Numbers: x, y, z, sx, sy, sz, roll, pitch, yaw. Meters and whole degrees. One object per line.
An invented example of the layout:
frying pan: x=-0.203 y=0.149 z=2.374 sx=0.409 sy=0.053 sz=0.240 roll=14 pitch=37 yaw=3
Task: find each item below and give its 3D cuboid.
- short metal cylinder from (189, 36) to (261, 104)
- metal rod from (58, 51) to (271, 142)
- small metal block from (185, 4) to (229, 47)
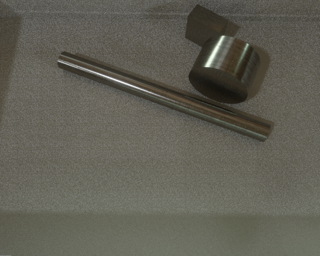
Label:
short metal cylinder: x=0.085 y=-0.075 z=0.409 sx=0.080 sy=0.080 sz=0.050 roll=24 pitch=72 yaw=8
metal rod: x=0.001 y=-0.045 z=0.426 sx=0.301 sy=0.025 sz=0.025 roll=20 pitch=71 yaw=7
small metal block: x=0.066 y=-0.143 z=0.450 sx=0.050 sy=0.050 sz=0.025 roll=32 pitch=73 yaw=10
